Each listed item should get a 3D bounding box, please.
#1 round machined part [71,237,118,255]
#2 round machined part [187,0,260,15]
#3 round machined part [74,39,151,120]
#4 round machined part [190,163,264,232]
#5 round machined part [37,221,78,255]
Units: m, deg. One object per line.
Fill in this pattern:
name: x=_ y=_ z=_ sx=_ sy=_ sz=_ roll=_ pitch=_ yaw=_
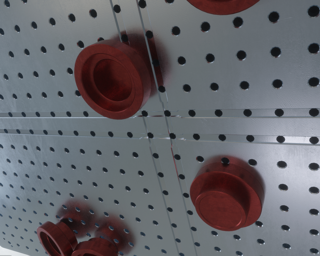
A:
round machined part: x=-0.123 y=0.258 z=0.619 sx=0.098 sy=0.042 sz=0.097 roll=7 pitch=122 yaw=12
round machined part: x=0.061 y=-0.154 z=0.273 sx=0.098 sy=0.042 sz=0.097 roll=13 pitch=124 yaw=21
round machined part: x=-0.055 y=-0.063 z=0.391 sx=0.098 sy=0.042 sz=0.097 roll=13 pitch=124 yaw=21
round machined part: x=0.086 y=0.099 z=0.416 sx=0.098 sy=0.042 sz=0.097 roll=13 pitch=124 yaw=21
round machined part: x=-0.210 y=0.236 z=0.648 sx=0.098 sy=0.042 sz=0.097 roll=22 pitch=128 yaw=33
